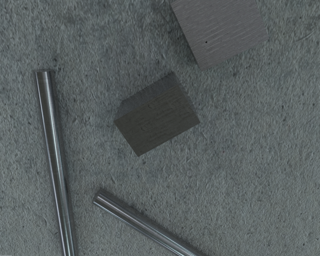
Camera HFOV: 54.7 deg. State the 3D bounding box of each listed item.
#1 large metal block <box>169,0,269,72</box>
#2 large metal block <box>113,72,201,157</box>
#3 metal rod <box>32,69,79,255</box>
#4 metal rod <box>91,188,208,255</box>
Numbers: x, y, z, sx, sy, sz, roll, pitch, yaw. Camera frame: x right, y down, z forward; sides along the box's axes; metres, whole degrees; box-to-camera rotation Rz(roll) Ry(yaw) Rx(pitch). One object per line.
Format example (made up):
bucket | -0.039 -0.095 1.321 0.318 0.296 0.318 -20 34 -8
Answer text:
large metal block | 0.065 -0.122 0.353 0.080 0.050 0.080 -25 109 8
large metal block | -0.003 -0.020 0.373 0.080 0.080 0.050 -29 108 10
metal rod | -0.141 0.069 0.433 0.025 0.025 0.298 -1 110 0
metal rod | 0.028 0.183 0.477 0.301 0.025 0.025 36 106 -13
